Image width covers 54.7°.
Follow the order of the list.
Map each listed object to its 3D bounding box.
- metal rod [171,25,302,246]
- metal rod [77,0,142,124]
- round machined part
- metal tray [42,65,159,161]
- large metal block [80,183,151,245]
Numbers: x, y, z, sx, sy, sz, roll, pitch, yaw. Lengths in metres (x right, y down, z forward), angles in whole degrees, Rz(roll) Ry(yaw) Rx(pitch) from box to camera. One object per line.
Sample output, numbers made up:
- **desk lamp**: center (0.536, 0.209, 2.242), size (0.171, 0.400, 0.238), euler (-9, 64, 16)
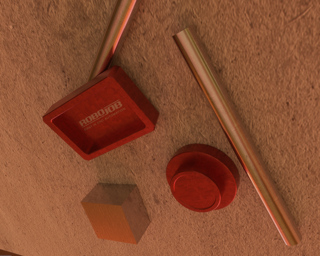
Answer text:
- **metal rod**: center (0.098, 0.020, 0.367), size (0.025, 0.025, 0.299), euler (-21, 108, 35)
- **metal rod**: center (-0.064, -0.093, 0.381), size (0.025, 0.025, 0.298), euler (36, 129, 4)
- **round machined part**: center (0.053, 0.073, 0.412), size (0.098, 0.042, 0.097), euler (13, 124, 20)
- **metal tray**: center (-0.079, -0.014, 0.410), size (0.130, 0.030, 0.090), euler (-25, 119, 29)
- **large metal block**: center (-0.071, 0.140, 0.513), size (0.080, 0.050, 0.080), euler (-3, 117, 29)
